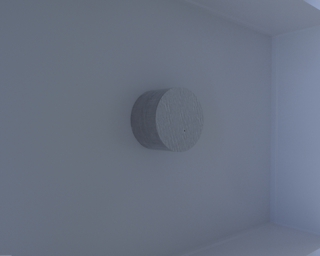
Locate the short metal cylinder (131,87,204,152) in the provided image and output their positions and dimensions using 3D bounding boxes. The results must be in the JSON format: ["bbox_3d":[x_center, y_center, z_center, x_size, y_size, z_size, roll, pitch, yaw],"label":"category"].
[{"bbox_3d":[0.010,-0.011,0.397,0.081,0.050,0.080,0,90,-40],"label":"short metal cylinder"}]
